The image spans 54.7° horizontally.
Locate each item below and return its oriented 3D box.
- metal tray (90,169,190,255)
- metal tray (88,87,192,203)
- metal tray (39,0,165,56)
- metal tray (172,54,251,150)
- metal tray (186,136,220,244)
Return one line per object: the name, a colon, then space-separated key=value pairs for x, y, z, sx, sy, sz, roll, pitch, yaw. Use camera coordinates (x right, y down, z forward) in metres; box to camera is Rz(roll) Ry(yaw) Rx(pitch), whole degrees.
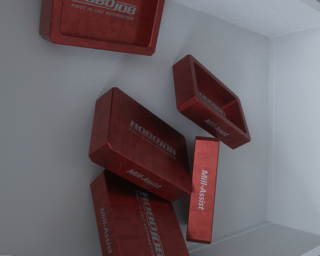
metal tray: x=-0.020 y=0.111 z=0.340 sx=0.091 sy=0.030 sz=0.130 roll=15 pitch=42 yaw=-39
metal tray: x=-0.018 y=0.022 z=0.361 sx=0.130 sy=0.030 sz=0.090 roll=35 pitch=35 yaw=-35
metal tray: x=-0.057 y=-0.132 z=0.336 sx=0.131 sy=0.030 sz=0.089 roll=-4 pitch=114 yaw=-40
metal tray: x=0.074 y=-0.035 z=0.440 sx=0.130 sy=0.030 sz=0.090 roll=32 pitch=40 yaw=-36
metal tray: x=0.059 y=0.079 z=0.420 sx=0.090 sy=0.030 sz=0.129 roll=34 pitch=62 yaw=-81
